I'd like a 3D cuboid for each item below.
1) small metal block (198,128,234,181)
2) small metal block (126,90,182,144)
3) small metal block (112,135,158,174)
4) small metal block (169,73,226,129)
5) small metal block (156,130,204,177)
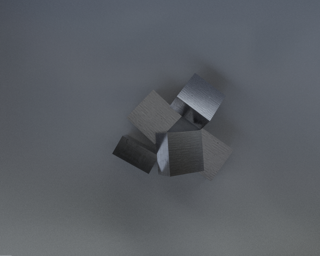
[{"bbox_3d":[0.060,0.034,0.410,0.050,0.025,0.050,35,90,-1],"label":"small metal block"},{"bbox_3d":[-0.008,-0.014,0.409,0.050,0.025,0.050,44,90,-1],"label":"small metal block"},{"bbox_3d":[-0.029,0.032,0.396,0.050,0.050,0.025,29,90,-1],"label":"small metal block"},{"bbox_3d":[0.049,-0.035,0.399,0.050,0.025,0.050,37,57,-1],"label":"small metal block"},{"bbox_3d":[0.024,0.029,0.374,0.050,0.025,0.050,-4,90,-33],"label":"small metal block"}]
